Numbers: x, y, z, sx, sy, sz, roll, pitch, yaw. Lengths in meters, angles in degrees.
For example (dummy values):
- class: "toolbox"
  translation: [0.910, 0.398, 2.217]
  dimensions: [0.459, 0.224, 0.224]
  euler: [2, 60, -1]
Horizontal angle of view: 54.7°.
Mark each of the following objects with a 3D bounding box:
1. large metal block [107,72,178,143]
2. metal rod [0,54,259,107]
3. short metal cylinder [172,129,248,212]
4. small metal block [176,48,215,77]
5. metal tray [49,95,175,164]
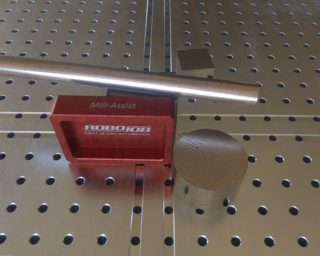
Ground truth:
- class: "large metal block"
  translation: [-0.021, -0.024, 0.391]
  dimensions: [0.081, 0.080, 0.050]
  euler: [-1, 50, -1]
- class: "metal rod"
  translation: [-0.045, -0.055, 0.349]
  dimensions: [0.302, 0.025, 0.025]
  euler: [8, 51, 6]
- class: "short metal cylinder"
  translation: [0.054, 0.047, 0.352]
  dimensions: [0.081, 0.050, 0.080]
  euler: [0, 50, 0]
- class: "small metal block"
  translation: [0.055, -0.099, 0.492]
  dimensions: [0.050, 0.025, 0.050]
  euler: [-5, 50, -5]
- class: "metal tray"
  translation: [-0.050, 0.005, 0.360]
  dimensions: [0.131, 0.089, 0.030]
  euler: [1, 50, 0]
